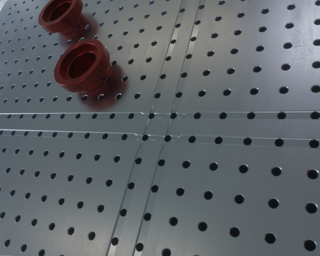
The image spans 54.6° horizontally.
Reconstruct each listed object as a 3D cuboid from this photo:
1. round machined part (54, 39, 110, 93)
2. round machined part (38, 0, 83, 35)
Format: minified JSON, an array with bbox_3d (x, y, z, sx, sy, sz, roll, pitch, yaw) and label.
[{"bbox_3d":[-0.127,-0.100,0.527,0.098,0.042,0.098,-13,56,21],"label":"round machined part"},{"bbox_3d":[-0.201,-0.235,0.649,0.098,0.042,0.098,-13,56,21],"label":"round machined part"}]
